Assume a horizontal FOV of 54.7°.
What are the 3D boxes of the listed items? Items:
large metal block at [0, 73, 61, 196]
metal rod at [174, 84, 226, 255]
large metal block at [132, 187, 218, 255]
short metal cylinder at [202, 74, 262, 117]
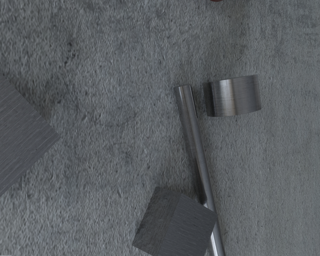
[{"bbox_3d":[-0.150,0.007,0.264,0.080,0.050,0.080,-51,120,-28],"label":"large metal block"},{"bbox_3d":[0.064,0.083,0.460,0.025,0.025,0.298,-22,104,-38],"label":"metal rod"},{"bbox_3d":[0.022,0.134,0.410,0.080,0.050,0.080,37,67,-34],"label":"large metal block"},{"bbox_3d":[0.107,-0.049,0.461,0.081,0.080,0.050,-16,101,-39],"label":"short metal cylinder"}]
